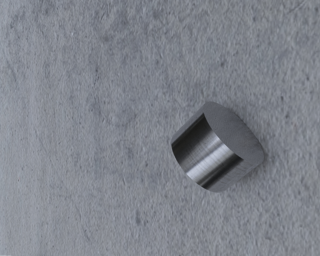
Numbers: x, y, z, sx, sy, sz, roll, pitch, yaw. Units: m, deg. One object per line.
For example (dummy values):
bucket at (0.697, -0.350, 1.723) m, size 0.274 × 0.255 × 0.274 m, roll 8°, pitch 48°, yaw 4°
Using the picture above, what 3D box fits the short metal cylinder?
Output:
short metal cylinder at (0.059, 0.019, 0.319) m, size 0.050 × 0.081 × 0.080 m, roll -47°, pitch 62°, yaw 29°
